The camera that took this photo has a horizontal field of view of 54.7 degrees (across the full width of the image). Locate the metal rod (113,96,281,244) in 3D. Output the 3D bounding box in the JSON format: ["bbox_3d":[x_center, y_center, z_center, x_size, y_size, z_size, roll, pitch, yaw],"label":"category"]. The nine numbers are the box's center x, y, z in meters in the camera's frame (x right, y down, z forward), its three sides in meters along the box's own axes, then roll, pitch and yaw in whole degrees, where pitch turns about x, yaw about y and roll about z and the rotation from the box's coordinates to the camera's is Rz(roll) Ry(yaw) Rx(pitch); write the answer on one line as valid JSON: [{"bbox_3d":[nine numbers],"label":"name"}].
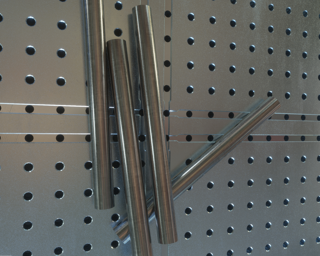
[{"bbox_3d":[0.062,0.050,0.436,0.301,0.025,0.025,-38,103,-16],"label":"metal rod"}]

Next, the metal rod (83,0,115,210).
[{"bbox_3d":[-0.077,-0.050,0.384,0.025,0.025,0.298,-3,91,-20],"label":"metal rod"}]

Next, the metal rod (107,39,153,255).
[{"bbox_3d":[-0.036,0.039,0.382,0.025,0.025,0.298,-6,86,-20],"label":"metal rod"}]

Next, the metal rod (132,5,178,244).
[{"bbox_3d":[-0.007,-0.007,0.395,0.025,0.025,0.298,-5,86,-20],"label":"metal rod"}]
